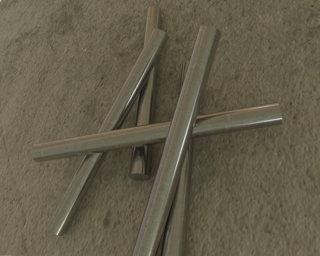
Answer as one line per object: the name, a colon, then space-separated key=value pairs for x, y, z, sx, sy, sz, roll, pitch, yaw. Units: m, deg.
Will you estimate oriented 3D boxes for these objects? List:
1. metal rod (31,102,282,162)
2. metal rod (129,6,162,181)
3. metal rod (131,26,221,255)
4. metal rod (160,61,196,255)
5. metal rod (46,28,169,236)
metal rod: x=-0.016 y=0.008 z=0.367 sx=0.301 sy=0.025 sz=0.025 roll=-10 pitch=58 yaw=15
metal rod: x=-0.018 y=-0.069 z=0.453 sx=0.025 sy=0.025 sz=0.299 roll=-10 pitch=57 yaw=22
metal rod: x=0.012 y=0.036 z=0.325 sx=0.025 sy=0.025 sz=0.299 roll=13 pitch=83 yaw=33
metal rod: x=0.025 y=0.046 z=0.361 sx=0.025 sy=0.025 sz=0.299 roll=-6 pitch=59 yaw=25
metal rod: x=-0.066 y=-0.001 z=0.415 sx=0.025 sy=0.025 sz=0.299 roll=21 pitch=79 yaw=35
